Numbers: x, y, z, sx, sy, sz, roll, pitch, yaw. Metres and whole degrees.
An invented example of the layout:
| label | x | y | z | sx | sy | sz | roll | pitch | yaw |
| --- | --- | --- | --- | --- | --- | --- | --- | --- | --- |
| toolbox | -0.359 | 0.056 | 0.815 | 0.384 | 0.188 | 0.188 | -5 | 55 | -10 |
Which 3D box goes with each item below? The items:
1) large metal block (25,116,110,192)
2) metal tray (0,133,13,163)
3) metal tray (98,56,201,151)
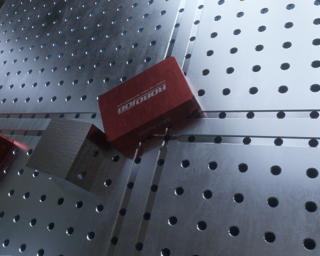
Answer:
| label | x | y | z | sx | sy | sz | roll | pitch | yaw |
| --- | --- | --- | --- | --- | --- | --- | --- | --- | --- |
| large metal block | -0.127 | 0.035 | 0.437 | 0.080 | 0.050 | 0.080 | 9 | 66 | 32 |
| metal tray | -0.332 | 0.040 | 0.554 | 0.130 | 0.030 | 0.090 | 15 | 69 | 34 |
| metal tray | -0.019 | -0.035 | 0.437 | 0.130 | 0.030 | 0.090 | -28 | 52 | 10 |
